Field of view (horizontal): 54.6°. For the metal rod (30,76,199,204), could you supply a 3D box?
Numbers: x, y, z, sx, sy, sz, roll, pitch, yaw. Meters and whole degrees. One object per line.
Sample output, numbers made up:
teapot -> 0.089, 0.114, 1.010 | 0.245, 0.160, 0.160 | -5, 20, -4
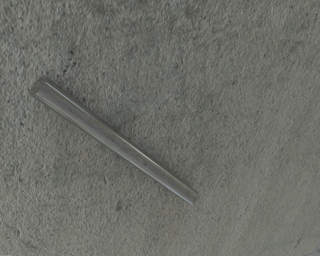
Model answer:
metal rod -> -0.036, 0.034, 0.407 | 0.025, 0.025, 0.301 | -46, 129, 4
